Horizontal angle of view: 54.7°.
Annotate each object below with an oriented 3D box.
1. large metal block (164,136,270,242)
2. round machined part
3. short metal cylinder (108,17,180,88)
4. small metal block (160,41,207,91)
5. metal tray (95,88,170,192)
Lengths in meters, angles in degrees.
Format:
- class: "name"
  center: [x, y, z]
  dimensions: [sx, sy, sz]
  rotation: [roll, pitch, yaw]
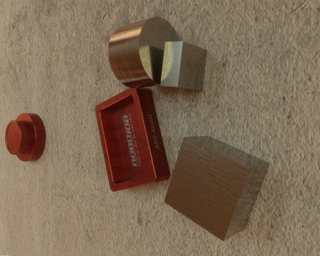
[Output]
- class: "large metal block"
  center: [0.060, 0.061, 0.339]
  dimensions: [0.080, 0.050, 0.079]
  rotation: [26, 106, 37]
- class: "round machined part"
  center: [-0.274, 0.019, 0.620]
  dimensions: [0.098, 0.042, 0.097]
  rotation: [0, 90, 40]
- class: "short metal cylinder"
  center: [-0.016, -0.091, 0.383]
  dimensions: [0.050, 0.081, 0.080]
  rotation: [0, 90, 40]
- class: "small metal block"
  center: [0.029, -0.071, 0.365]
  dimensions: [0.025, 0.050, 0.050]
  rotation: [11, 97, 39]
- class: "metal tray"
  center: [-0.042, 0.017, 0.436]
  dimensions: [0.090, 0.030, 0.129]
  rotation: [-21, 77, 38]
